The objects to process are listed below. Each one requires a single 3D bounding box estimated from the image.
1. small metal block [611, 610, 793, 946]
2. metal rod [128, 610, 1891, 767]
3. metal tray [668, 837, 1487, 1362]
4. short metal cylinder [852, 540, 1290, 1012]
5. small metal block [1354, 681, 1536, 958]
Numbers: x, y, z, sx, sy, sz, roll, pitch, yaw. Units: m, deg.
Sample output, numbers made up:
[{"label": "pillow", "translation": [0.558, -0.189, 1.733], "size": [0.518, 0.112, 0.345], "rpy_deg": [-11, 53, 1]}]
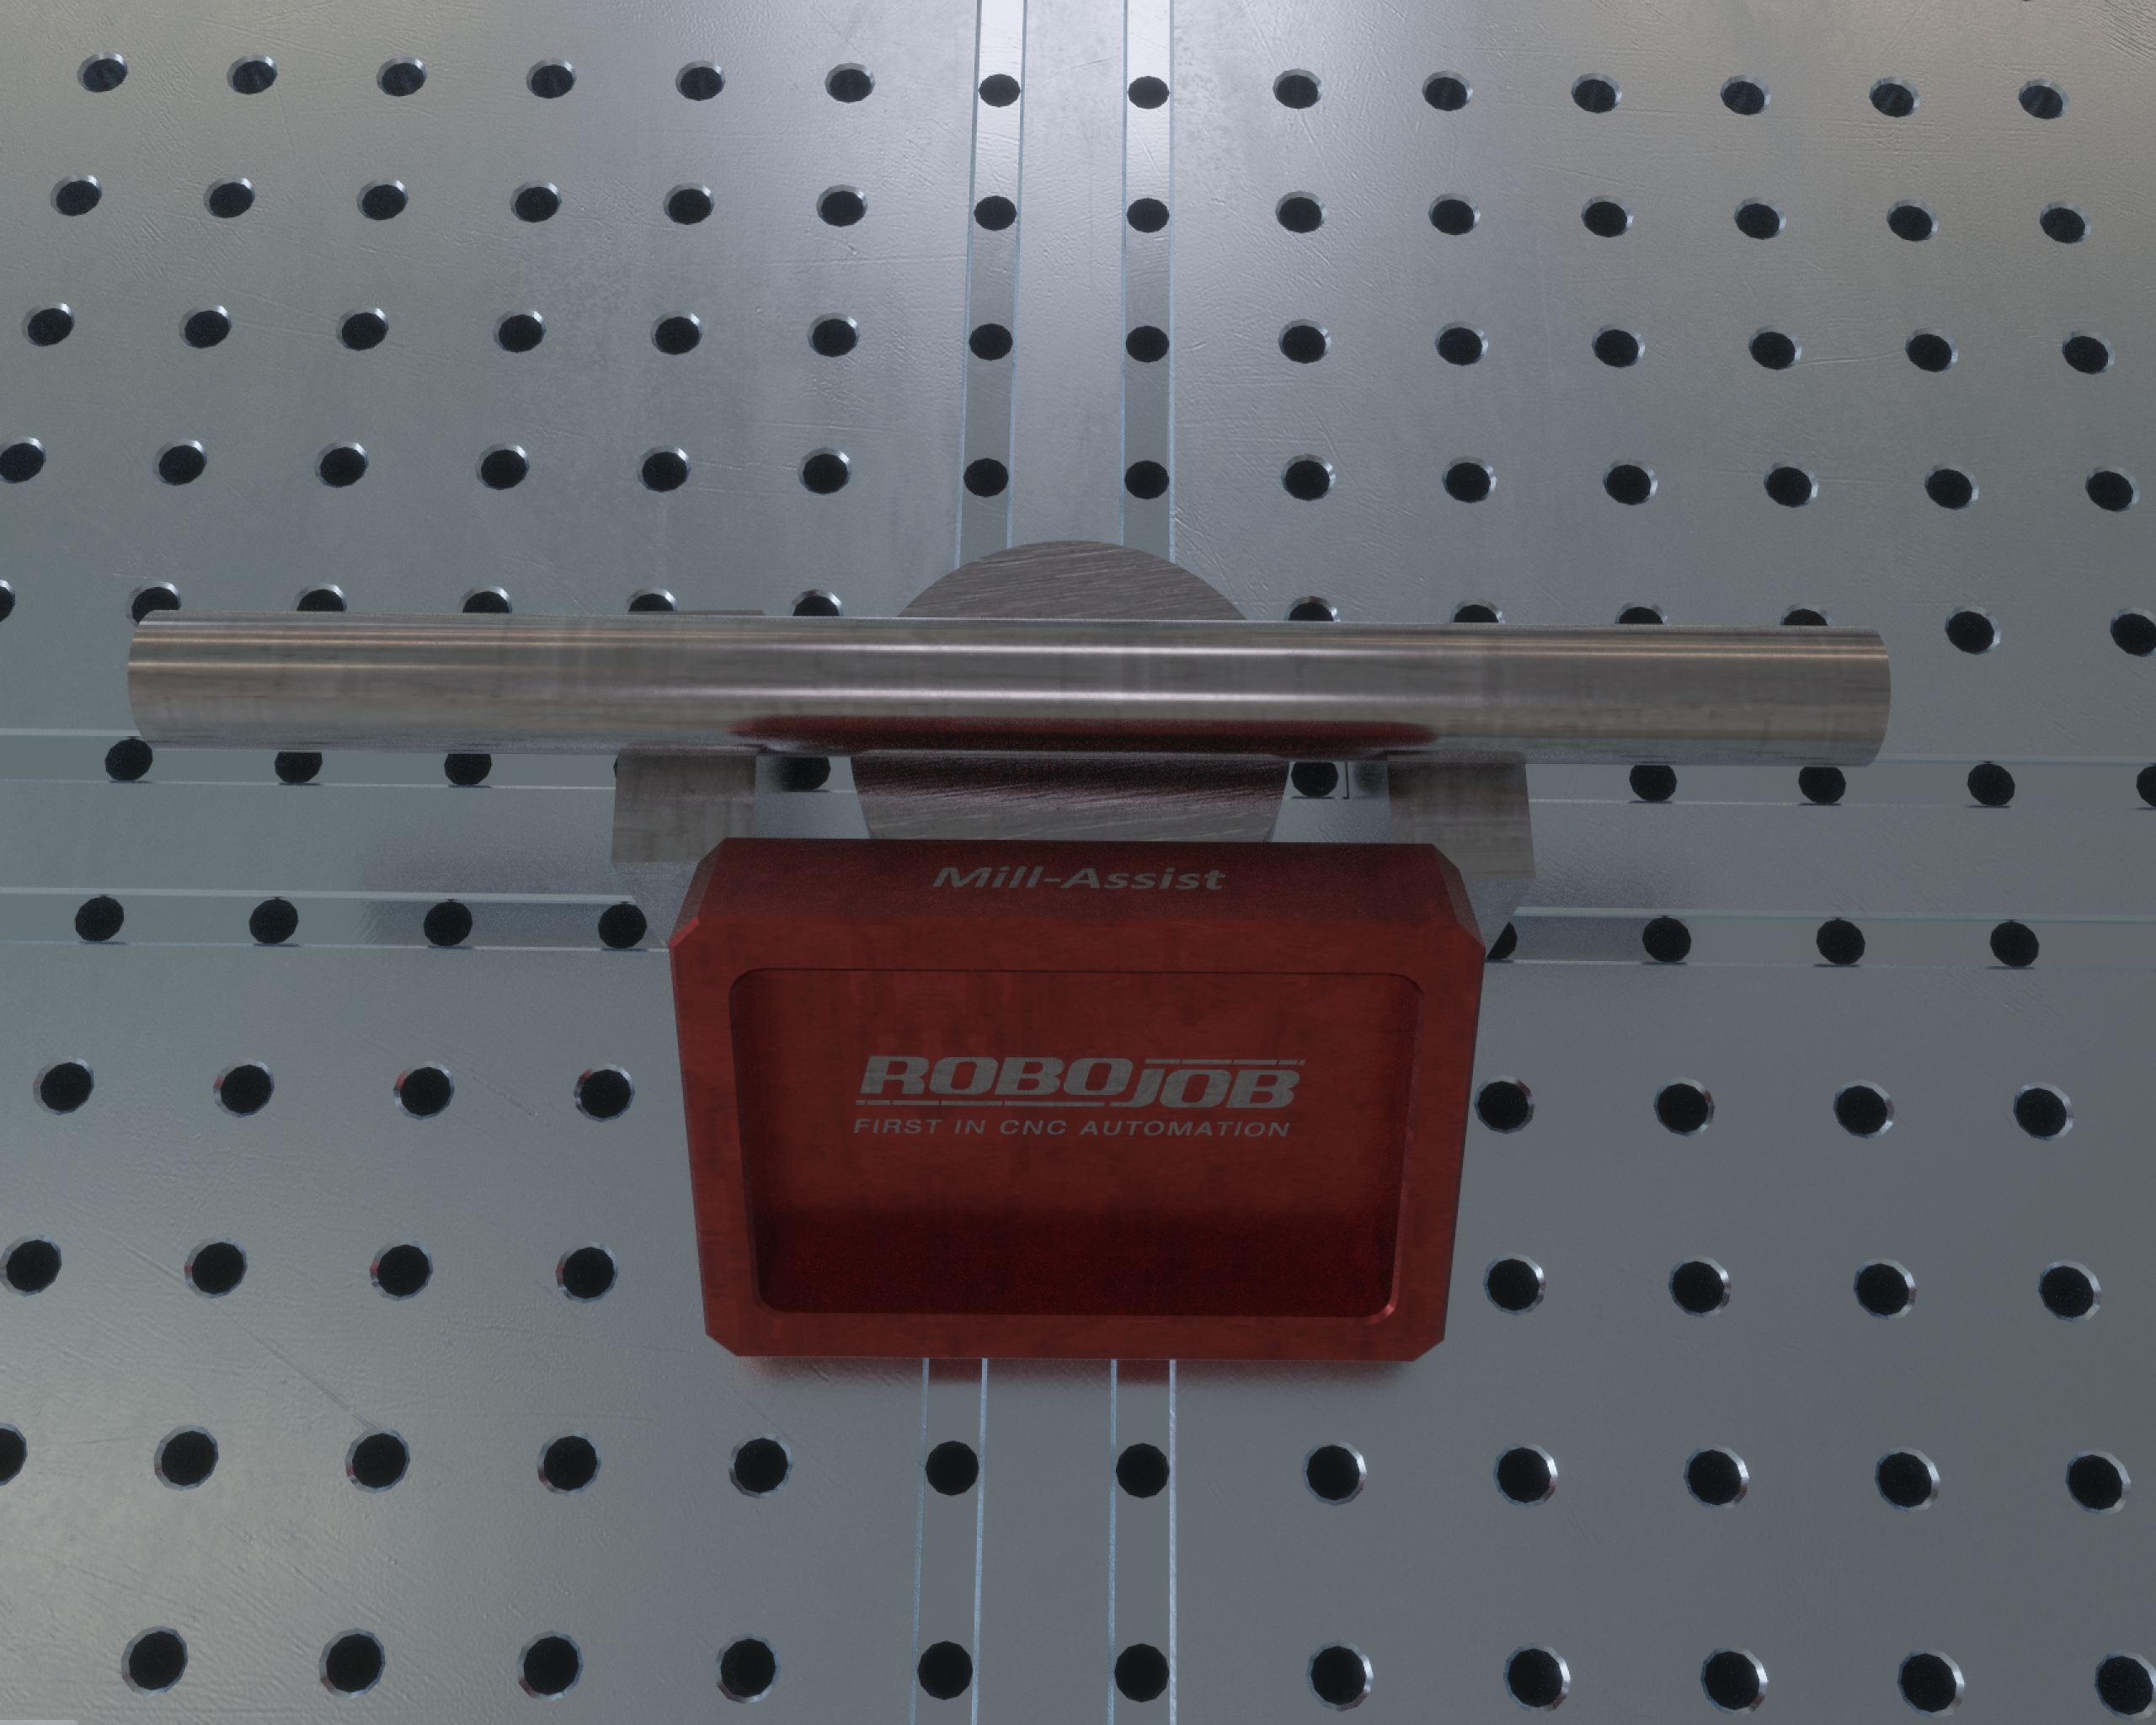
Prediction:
[{"label": "small metal block", "translation": [-0.071, -0.015, 0.404], "size": [0.025, 0.050, 0.050], "rpy_deg": [-1, 70, 0]}, {"label": "metal rod", "translation": [-0.012, -0.031, 0.369], "size": [0.302, 0.025, 0.025], "rpy_deg": [1, 70, 0]}, {"label": "metal tray", "translation": [0.000, 0.042, 0.364], "size": [0.131, 0.089, 0.030], "rpy_deg": [0, 27, 0]}, {"label": "short metal cylinder", "translation": [-0.001, -0.015, 0.404], "size": [0.081, 0.050, 0.080], "rpy_deg": [0, 70, 0]}, {"label": "small metal block", "translation": [0.069, -0.012, 0.403], "size": [0.025, 0.050, 0.050], "rpy_deg": [-1, 70, 0]}]
